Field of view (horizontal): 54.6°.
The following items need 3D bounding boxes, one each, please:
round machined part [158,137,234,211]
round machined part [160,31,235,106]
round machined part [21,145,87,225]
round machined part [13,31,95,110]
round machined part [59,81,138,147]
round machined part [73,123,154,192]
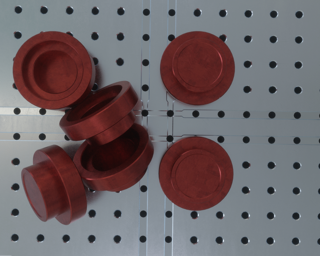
[{"bbox_3d":[0.047,0.060,0.405,0.099,0.042,0.097,0,90,0],"label":"round machined part"},{"bbox_3d":[0.049,-0.078,0.405,0.099,0.042,0.097,0,90,0],"label":"round machined part"},{"bbox_3d":[-0.133,0.073,0.375,0.042,0.098,0.098,-21,90,-38],"label":"round machined part"},{"bbox_3d":[-0.133,-0.071,0.404,0.099,0.042,0.097,0,90,0],"label":"round machined part"},{"bbox_3d":[-0.069,-0.014,0.381,0.098,0.098,0.042,-30,114,0],"label":"round machined part"},{"bbox_3d":[-0.054,0.040,0.386,0.098,0.098,0.042,-22,126,0],"label":"round machined part"}]
